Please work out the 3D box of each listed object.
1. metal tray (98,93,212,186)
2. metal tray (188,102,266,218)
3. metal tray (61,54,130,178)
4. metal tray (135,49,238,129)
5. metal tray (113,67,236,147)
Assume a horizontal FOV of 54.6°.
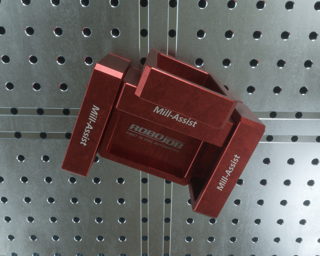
[{"bbox_3d":[-0.006,0.015,0.415,0.131,0.030,0.089,21,109,-8],"label":"metal tray"},{"bbox_3d":[0.077,0.035,0.391,0.030,0.090,0.129,21,109,-7],"label":"metal tray"},{"bbox_3d":[-0.075,-0.018,0.371,0.030,0.090,0.129,20,109,-8],"label":"metal tray"},{"bbox_3d":[0.024,-0.048,0.339,0.090,0.130,0.030,21,109,-8],"label":"metal tray"},{"bbox_3d":[0.016,-0.028,0.368,0.131,0.090,0.030,20,109,-8],"label":"metal tray"}]
